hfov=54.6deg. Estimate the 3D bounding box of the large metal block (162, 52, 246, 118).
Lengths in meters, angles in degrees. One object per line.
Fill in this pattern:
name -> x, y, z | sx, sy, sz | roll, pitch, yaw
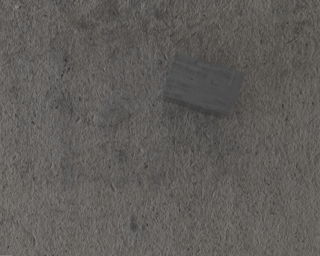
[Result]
large metal block -> 0.049, -0.049, 0.383 | 0.080, 0.080, 0.050 | 17, 90, 0
